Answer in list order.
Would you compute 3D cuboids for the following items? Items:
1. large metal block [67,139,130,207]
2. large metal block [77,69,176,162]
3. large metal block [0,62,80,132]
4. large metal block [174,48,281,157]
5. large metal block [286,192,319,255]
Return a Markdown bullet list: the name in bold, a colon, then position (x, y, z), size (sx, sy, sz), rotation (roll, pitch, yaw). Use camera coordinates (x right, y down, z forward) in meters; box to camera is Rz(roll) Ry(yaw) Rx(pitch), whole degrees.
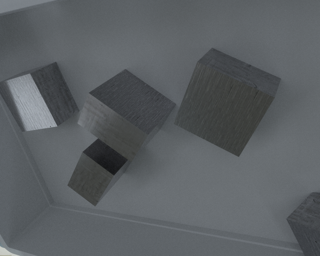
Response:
- **large metal block**: position (-0.078, 0.052, 0.447), size (0.050, 0.080, 0.079), rotation (36, 129, 4)
- **large metal block**: position (-0.039, -0.018, 0.383), size (0.080, 0.080, 0.050), rotation (35, 129, 4)
- **large metal block**: position (-0.181, -0.045, 0.460), size (0.080, 0.050, 0.080), rotation (-7, 115, 31)
- **large metal block**: position (0.071, -0.028, 0.337), size (0.080, 0.050, 0.079), rotation (27, 128, 11)
- **large metal block**: position (0.202, 0.126, 0.341), size (0.080, 0.050, 0.080), rotation (60, 159, -15)
